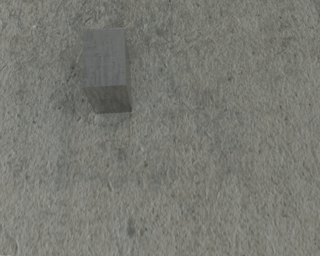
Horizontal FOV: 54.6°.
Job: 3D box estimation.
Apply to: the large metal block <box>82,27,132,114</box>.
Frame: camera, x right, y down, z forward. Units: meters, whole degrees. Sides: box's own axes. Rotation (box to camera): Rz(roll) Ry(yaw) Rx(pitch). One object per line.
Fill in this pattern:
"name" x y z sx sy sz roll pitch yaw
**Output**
"large metal block" -0.066 -0.072 0.405 0.050 0.080 0.080 -4 70 -1
